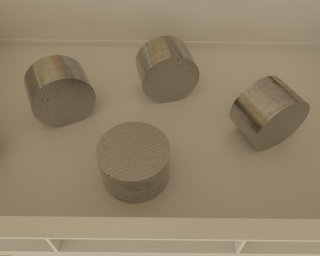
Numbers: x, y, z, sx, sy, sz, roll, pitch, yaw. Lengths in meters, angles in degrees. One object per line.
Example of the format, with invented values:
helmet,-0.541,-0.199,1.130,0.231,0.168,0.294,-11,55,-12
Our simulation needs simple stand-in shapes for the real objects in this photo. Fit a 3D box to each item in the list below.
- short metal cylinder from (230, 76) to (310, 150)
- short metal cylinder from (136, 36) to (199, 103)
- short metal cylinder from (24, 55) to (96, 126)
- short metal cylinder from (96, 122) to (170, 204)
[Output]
short metal cylinder,0.135,-0.018,0.386,0.081,0.080,0.050,-21,53,-17
short metal cylinder,0.010,-0.082,0.438,0.081,0.080,0.050,-10,51,-9
short metal cylinder,-0.131,-0.048,0.408,0.081,0.080,0.050,-20,53,-16
short metal cylinder,-0.029,0.039,0.356,0.081,0.050,0.080,0,50,0
